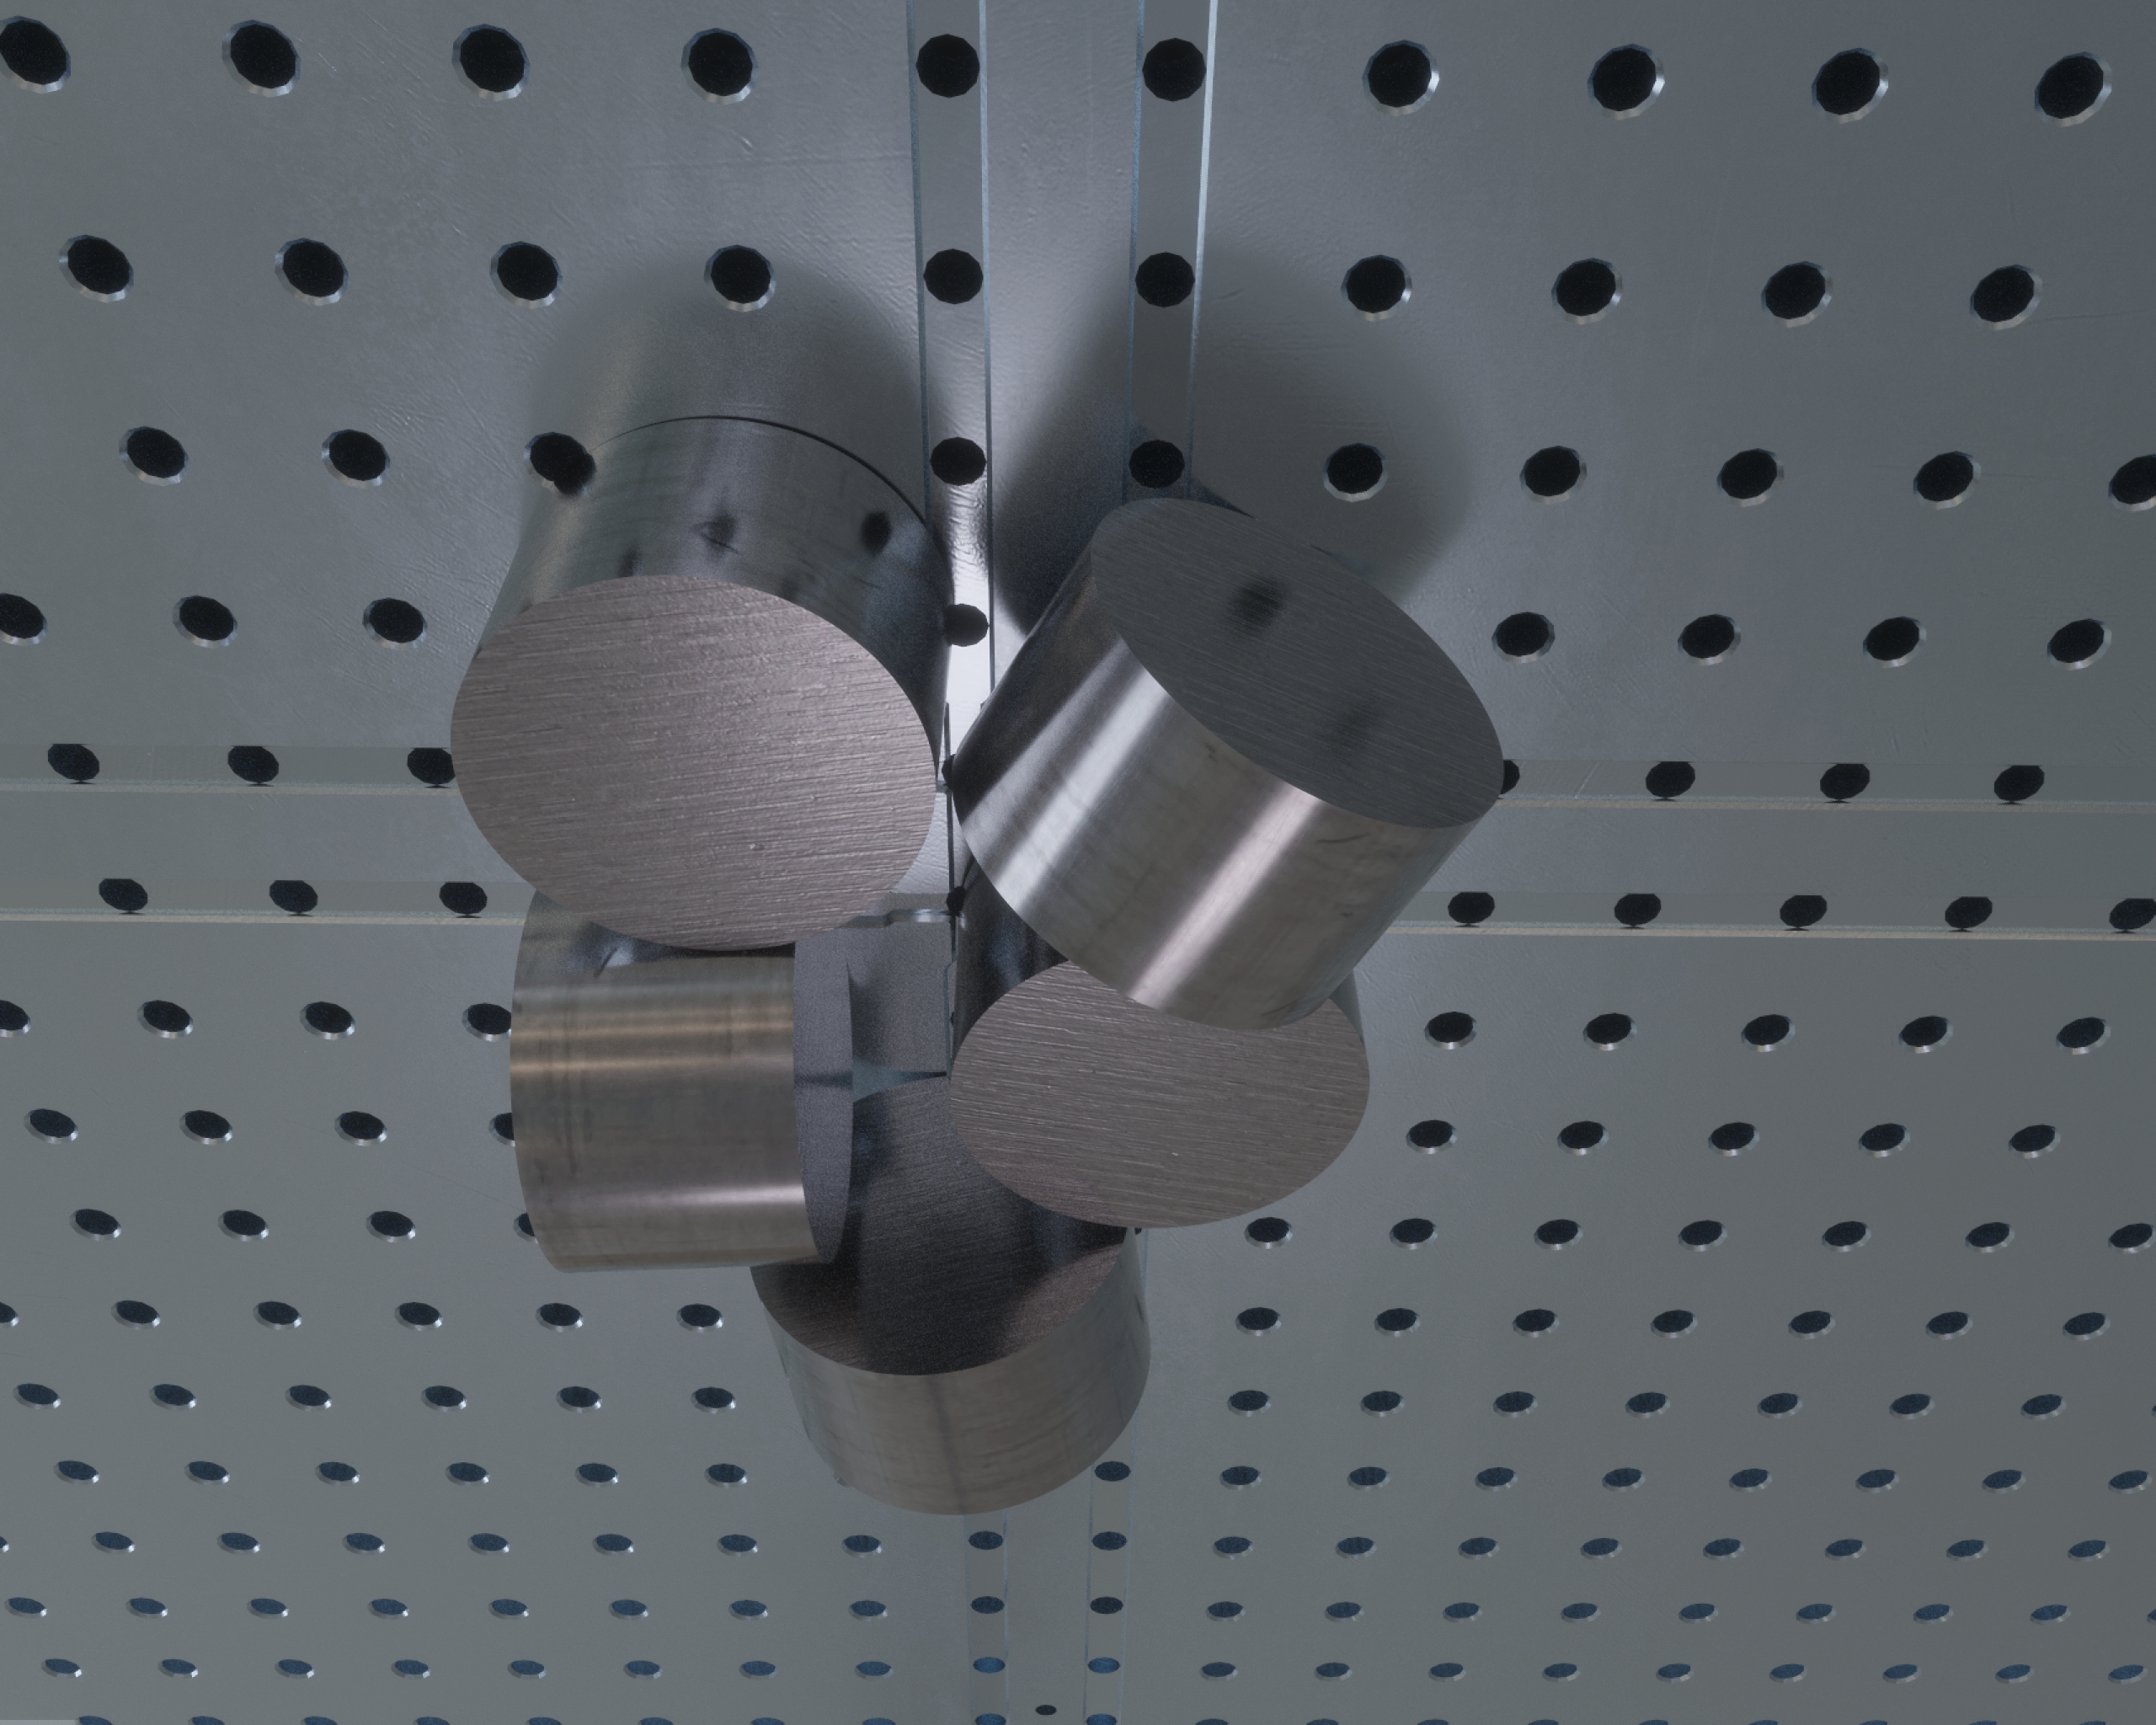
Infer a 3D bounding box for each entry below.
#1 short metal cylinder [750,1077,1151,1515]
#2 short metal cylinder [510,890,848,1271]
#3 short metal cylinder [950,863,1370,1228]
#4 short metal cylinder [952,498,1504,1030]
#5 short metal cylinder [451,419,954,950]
[{"bbox_3d":[-0.026,0.093,0.453,0.080,0.080,0.050,-5,130,4],"label":"short metal cylinder"},{"bbox_3d":[-0.075,0.039,0.409,0.050,0.080,0.079,-2,130,1],"label":"short metal cylinder"},{"bbox_3d":[0.016,0.029,0.420,0.081,0.050,0.079,-1,131,0],"label":"short metal cylinder"},{"bbox_3d":[0.025,-0.018,0.361,0.080,0.080,0.050,22,126,-18],"label":"short metal cylinder"},{"bbox_3d":[-0.064,-0.031,0.368,0.080,0.050,0.079,0,131,1],"label":"short metal cylinder"}]
